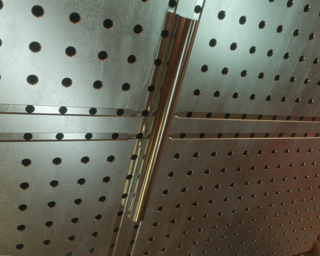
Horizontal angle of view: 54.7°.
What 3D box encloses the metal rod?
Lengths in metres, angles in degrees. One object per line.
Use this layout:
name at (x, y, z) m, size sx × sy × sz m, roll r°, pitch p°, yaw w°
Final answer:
metal rod at (-0.001, 0.005, 0.415) m, size 0.025 × 0.025 × 0.298 m, roll 0°, pitch 118°, yaw -29°
